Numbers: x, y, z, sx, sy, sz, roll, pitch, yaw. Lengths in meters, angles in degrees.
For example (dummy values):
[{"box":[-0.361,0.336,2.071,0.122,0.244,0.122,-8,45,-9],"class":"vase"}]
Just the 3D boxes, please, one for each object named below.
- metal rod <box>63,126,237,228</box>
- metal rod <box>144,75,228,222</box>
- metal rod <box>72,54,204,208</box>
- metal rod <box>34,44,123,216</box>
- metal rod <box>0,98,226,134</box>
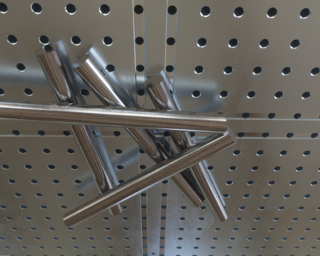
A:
[{"box":[-0.028,0.079,0.445,0.300,0.025,0.025,-31,124,23],"class":"metal rod"},{"box":[0.050,0.050,0.454,0.025,0.025,0.299,-18,128,14],"class":"metal rod"},{"box":[-0.013,0.023,0.430,0.025,0.025,0.300,-24,127,19],"class":"metal rod"},{"box":[-0.099,0.026,0.432,0.025,0.025,0.298,-8,130,6],"class":"metal rod"},{"box":[-0.073,-0.015,0.365,0.302,0.025,0.025,4,130,-4],"class":"metal rod"}]
